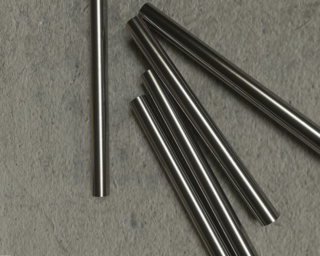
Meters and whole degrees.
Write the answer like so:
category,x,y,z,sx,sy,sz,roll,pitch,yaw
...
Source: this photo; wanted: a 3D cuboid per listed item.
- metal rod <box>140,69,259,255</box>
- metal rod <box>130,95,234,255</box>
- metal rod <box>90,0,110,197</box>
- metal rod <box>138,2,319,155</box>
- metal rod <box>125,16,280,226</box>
category,x,y,z,sx,sy,sz,roll,pitch,yaw
metal rod,0.054,0.058,0.389,0.025,0.025,0.299,-31,80,17
metal rod,0.041,0.091,0.393,0.025,0.025,0.299,-32,80,17
metal rod,-0.085,-0.055,0.437,0.025,0.025,0.298,-1,90,19
metal rod,0.090,-0.062,0.376,0.300,0.025,0.025,41,103,15
metal rod,0.047,-0.015,0.385,0.025,0.025,0.299,-36,81,16
